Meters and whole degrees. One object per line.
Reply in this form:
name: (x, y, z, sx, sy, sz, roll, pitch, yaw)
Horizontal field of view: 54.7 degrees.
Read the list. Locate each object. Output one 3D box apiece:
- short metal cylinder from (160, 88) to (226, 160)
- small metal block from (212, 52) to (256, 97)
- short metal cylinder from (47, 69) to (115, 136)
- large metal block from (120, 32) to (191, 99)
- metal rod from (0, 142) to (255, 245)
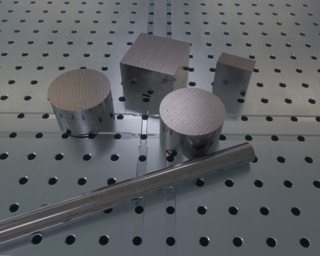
short metal cylinder: (0.040, -0.006, 0.397, 0.081, 0.050, 0.080, 0, 50, 0)
small metal block: (0.109, -0.078, 0.458, 0.050, 0.050, 0.025, 19, 53, 15)
short metal cylinder: (-0.104, -0.035, 0.420, 0.081, 0.050, 0.080, 0, 50, 0)
large metal block: (-0.005, -0.094, 0.471, 0.080, 0.050, 0.080, 16, 52, 13)
metal rod: (-0.031, 0.069, 0.349, 0.302, 0.025, 0.025, -16, 52, -13)
